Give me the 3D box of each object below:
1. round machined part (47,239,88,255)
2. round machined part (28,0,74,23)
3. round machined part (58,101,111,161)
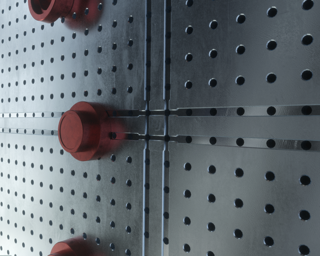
[{"bbox_3d":[-0.164,0.245,0.530,0.098,0.042,0.097,0,90,39],"label":"round machined part"},{"bbox_3d":[-0.191,-0.236,0.553,0.098,0.042,0.097,0,90,39],"label":"round machined part"},{"bbox_3d":[-0.128,0.005,0.501,0.098,0.042,0.097,0,90,39],"label":"round machined part"}]
